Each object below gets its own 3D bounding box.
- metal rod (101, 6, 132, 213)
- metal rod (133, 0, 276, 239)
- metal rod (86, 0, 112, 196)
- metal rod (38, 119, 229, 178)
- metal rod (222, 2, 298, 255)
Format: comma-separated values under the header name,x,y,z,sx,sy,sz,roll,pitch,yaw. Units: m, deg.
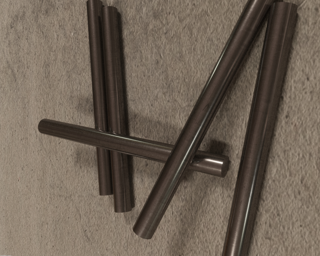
name,x,y,z,sx,sy,sz,roll,pitch,yaw
metal rod,-0.065,-0.029,0.455,0.025,0.025,0.298,-8,85,39
metal rod,0.045,-0.012,0.336,0.025,0.025,0.298,32,100,35
metal rod,-0.091,-0.048,0.477,0.025,0.025,0.298,-8,85,39
metal rod,-0.056,0.020,0.419,0.300,0.025,0.025,10,97,30
metal rod,0.098,0.026,0.322,0.025,0.025,0.298,15,99,38
